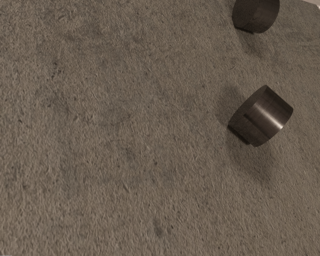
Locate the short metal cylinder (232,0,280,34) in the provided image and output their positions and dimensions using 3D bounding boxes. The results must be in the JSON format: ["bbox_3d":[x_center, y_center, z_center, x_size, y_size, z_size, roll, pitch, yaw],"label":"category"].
[{"bbox_3d":[0.189,-0.235,0.617,0.050,0.080,0.080,8,58,-24],"label":"short metal cylinder"}]

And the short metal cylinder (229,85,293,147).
[{"bbox_3d":[0.149,-0.018,0.462,0.050,0.080,0.080,42,51,0],"label":"short metal cylinder"}]
